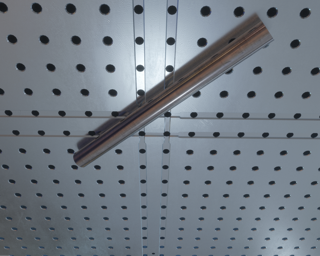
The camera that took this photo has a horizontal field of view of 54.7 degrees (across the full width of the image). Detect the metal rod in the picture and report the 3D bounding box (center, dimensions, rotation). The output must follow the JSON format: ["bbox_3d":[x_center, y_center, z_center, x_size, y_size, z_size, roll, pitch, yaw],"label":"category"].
[{"bbox_3d":[-0.001,-0.028,0.387,0.299,0.025,0.025,-33,123,24],"label":"metal rod"}]
